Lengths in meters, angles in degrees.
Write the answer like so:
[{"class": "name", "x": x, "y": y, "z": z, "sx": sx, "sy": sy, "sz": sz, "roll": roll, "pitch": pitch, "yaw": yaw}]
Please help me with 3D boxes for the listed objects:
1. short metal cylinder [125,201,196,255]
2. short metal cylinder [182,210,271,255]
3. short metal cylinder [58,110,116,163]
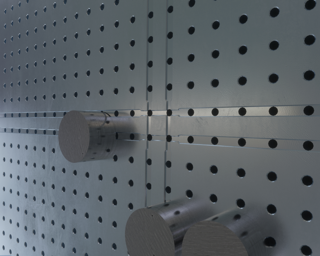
[{"class": "short metal cylinder", "x": 0.002, "y": 0.137, "z": 0.392, "sx": 0.080, "sy": 0.050, "sz": 0.079, "roll": 0, "pitch": 90, "yaw": 40}, {"class": "short metal cylinder", "x": 0.071, "y": 0.135, "z": 0.335, "sx": 0.080, "sy": 0.050, "sz": 0.079, "roll": 0, "pitch": 90, "yaw": 40}, {"class": "short metal cylinder", "x": -0.116, "y": 0.013, "z": 0.489, "sx": 0.080, "sy": 0.050, "sz": 0.080, "roll": 0, "pitch": 90, "yaw": 40}]
